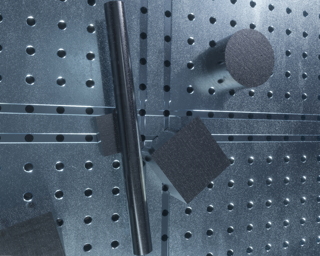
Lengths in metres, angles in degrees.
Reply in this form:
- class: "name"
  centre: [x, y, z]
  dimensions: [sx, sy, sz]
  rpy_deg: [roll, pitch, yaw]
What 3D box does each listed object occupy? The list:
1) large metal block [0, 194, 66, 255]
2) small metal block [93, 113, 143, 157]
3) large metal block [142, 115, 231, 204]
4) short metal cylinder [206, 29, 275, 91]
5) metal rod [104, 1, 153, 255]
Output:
- class: "large metal block"
  centre: [-0.150, 0.116, 0.329]
  dimensions: [0.081, 0.080, 0.050]
  rpy_deg: [-17, 96, -20]
- class: "small metal block"
  centre: [-0.054, 0.005, 0.394]
  dimensions: [0.050, 0.025, 0.050]
  rpy_deg: [-13, 95, -20]
- class: "large metal block"
  centre: [0.033, 0.040, 0.413]
  dimensions: [0.080, 0.050, 0.080]
  rpy_deg: [-39, 103, -16]
- class: "short metal cylinder"
  centre: [0.114, -0.095, 0.443]
  dimensions: [0.081, 0.050, 0.079]
  rpy_deg: [0, 90, -21]
- class: "metal rod"
  centre: [-0.038, 0.002, 0.372]
  dimensions: [0.025, 0.025, 0.298]
  rpy_deg: [-7, 93, -20]
